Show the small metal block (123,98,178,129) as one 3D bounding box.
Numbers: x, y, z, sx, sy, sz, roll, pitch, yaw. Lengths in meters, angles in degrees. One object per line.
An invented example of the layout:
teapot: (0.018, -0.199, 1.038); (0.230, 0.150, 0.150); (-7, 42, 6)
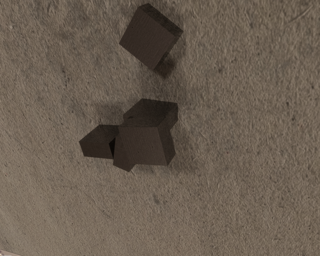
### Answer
small metal block: (-0.010, -0.013, 0.387); (0.050, 0.050, 0.025); (10, 123, 22)

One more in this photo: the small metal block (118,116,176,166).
small metal block: (-0.014, 0.015, 0.358); (0.050, 0.025, 0.050); (0, 119, 28)

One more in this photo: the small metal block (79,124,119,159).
small metal block: (-0.077, 0.018, 0.441); (0.050, 0.050, 0.025); (3, 119, 27)

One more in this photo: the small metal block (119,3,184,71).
small metal block: (-0.010, -0.102, 0.348); (0.050, 0.025, 0.050); (39, 129, 1)

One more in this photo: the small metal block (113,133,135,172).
small metal block: (-0.039, 0.023, 0.424); (0.025, 0.050, 0.050); (22, 126, 15)
